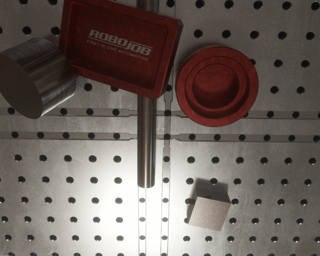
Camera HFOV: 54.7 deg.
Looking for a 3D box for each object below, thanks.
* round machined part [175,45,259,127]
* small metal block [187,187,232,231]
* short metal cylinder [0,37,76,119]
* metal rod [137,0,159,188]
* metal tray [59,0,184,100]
[{"bbox_3d":[0.068,-0.054,0.386,0.099,0.042,0.097,0,110,-1],"label":"round machined part"},{"bbox_3d":[0.071,0.121,0.459,0.050,0.025,0.050,13,110,-5],"label":"small metal block"},{"bbox_3d":[-0.145,-0.057,0.357,0.080,0.050,0.079,21,134,24],"label":"short metal cylinder"},{"bbox_3d":[-0.016,-0.060,0.391,0.025,0.025,0.298,1,110,-1],"label":"metal rod"},{"bbox_3d":[-0.048,-0.095,0.355,0.131,0.030,0.089,19,113,8],"label":"metal tray"}]
